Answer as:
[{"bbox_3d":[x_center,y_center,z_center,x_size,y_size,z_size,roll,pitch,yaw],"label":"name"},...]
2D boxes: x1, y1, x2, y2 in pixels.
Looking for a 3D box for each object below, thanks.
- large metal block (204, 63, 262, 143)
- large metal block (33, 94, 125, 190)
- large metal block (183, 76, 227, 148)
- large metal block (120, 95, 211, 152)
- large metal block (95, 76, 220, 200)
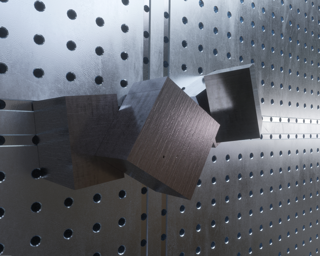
[{"bbox_3d":[0.094,-0.034,0.385,0.080,0.050,0.079,-37,117,-66],"label":"large metal block"},{"bbox_3d":[-0.082,0.010,0.305,0.050,0.080,0.079,-8,96,-40],"label":"large metal block"},{"bbox_3d":[0.072,-0.027,0.455,0.080,0.050,0.080,-37,113,-34],"label":"large metal block"},{"bbox_3d":[0.004,-0.005,0.378,0.080,0.080,0.050,24,75,-38],"label":"large metal block"},{"bbox_3d":[0.001,0.011,0.290,0.080,0.050,0.080,38,67,-33],"label":"large metal block"}]
